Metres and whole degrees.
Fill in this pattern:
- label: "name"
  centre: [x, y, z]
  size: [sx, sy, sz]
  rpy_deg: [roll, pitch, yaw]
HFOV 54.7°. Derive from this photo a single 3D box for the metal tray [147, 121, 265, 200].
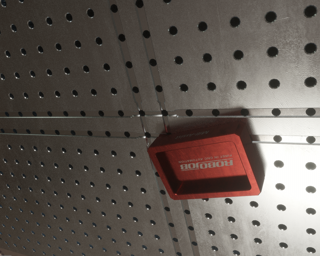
- label: "metal tray"
  centre: [0.058, 0.047, 0.405]
  size: [0.130, 0.030, 0.090]
  rpy_deg: [-12, 113, 33]
